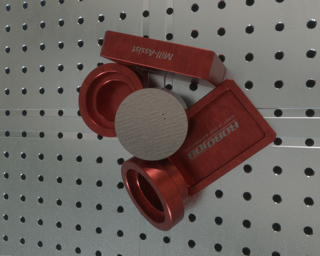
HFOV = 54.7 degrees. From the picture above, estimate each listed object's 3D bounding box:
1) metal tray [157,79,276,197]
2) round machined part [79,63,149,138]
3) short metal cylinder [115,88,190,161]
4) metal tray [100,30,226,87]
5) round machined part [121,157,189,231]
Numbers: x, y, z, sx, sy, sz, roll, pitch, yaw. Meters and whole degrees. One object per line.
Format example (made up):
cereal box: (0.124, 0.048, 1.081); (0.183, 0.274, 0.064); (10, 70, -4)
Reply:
metal tray: (0.064, 0.013, 0.386); (0.130, 0.030, 0.090); (-38, 78, 15)
round machined part: (-0.057, -0.036, 0.423); (0.098, 0.042, 0.097); (0, 90, 19)
short metal cylinder: (-0.007, -0.007, 0.361); (0.080, 0.050, 0.079); (1, 99, 7)
metal tray: (0.007, -0.081, 0.375); (0.130, 0.090, 0.030); (16, 96, 19)
round machined part: (-0.003, 0.074, 0.385); (0.098, 0.042, 0.097); (37, 143, 35)
